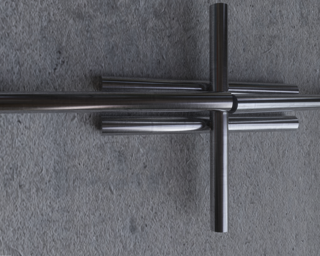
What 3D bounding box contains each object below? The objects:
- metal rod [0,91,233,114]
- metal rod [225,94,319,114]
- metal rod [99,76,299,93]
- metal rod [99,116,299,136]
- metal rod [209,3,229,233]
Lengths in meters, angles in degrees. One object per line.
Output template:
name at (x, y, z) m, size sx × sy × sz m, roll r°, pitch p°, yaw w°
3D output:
metal rod at (-0.062, -0.030, 0.361) m, size 0.302 × 0.025 × 0.025 m, roll -1°, pitch 91°, yaw -11°
metal rod at (0.220, -0.039, 0.467) m, size 0.303 × 0.025 × 0.025 m, roll -4°, pitch 92°, yaw -30°
metal rod at (0.068, -0.055, 0.436) m, size 0.303 × 0.025 × 0.025 m, roll -1°, pitch 91°, yaw -21°
metal rod at (0.068, -0.005, 0.436) m, size 0.303 × 0.025 × 0.025 m, roll -1°, pitch 91°, yaw -21°
metal rod at (0.079, -0.013, 0.414) m, size 0.025 × 0.025 × 0.298 m, roll 0°, pitch 90°, yaw -20°
